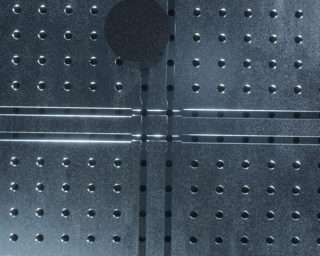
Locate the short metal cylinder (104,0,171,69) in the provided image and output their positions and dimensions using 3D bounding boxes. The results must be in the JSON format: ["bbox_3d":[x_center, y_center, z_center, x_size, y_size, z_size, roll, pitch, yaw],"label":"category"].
[{"bbox_3d":[-0.027,-0.120,0.400,0.081,0.050,0.079,0,90,0],"label":"short metal cylinder"}]
